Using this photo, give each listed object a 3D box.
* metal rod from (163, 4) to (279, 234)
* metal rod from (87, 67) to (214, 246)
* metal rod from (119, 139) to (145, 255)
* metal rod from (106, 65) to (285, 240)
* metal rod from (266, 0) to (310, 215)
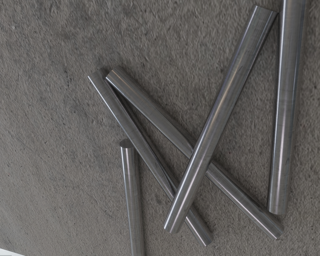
[{"bbox_3d":[0.057,0.013,0.358,0.025,0.025,0.298,25,120,12],"label":"metal rod"},{"bbox_3d":[-0.007,0.049,0.440,0.025,0.025,0.299,-22,107,36],"label":"metal rod"},{"bbox_3d":[-0.042,0.149,0.521,0.025,0.025,0.298,12,124,21],"label":"metal rod"},{"bbox_3d":[0.047,0.033,0.402,0.300,0.025,0.025,44,129,-3],"label":"metal rod"},{"bbox_3d":[0.130,-0.030,0.319,0.025,0.025,0.298,7,122,25],"label":"metal rod"}]
